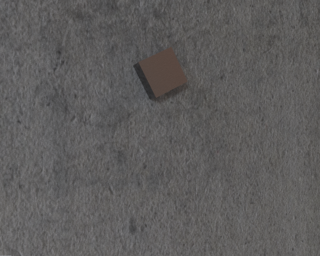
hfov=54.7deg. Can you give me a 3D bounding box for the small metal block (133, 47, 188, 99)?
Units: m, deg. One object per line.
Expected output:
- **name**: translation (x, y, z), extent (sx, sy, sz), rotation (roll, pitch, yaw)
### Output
- **small metal block**: translation (0.001, -0.072, 0.410), extent (0.050, 0.025, 0.050), rotation (-30, 100, -18)
